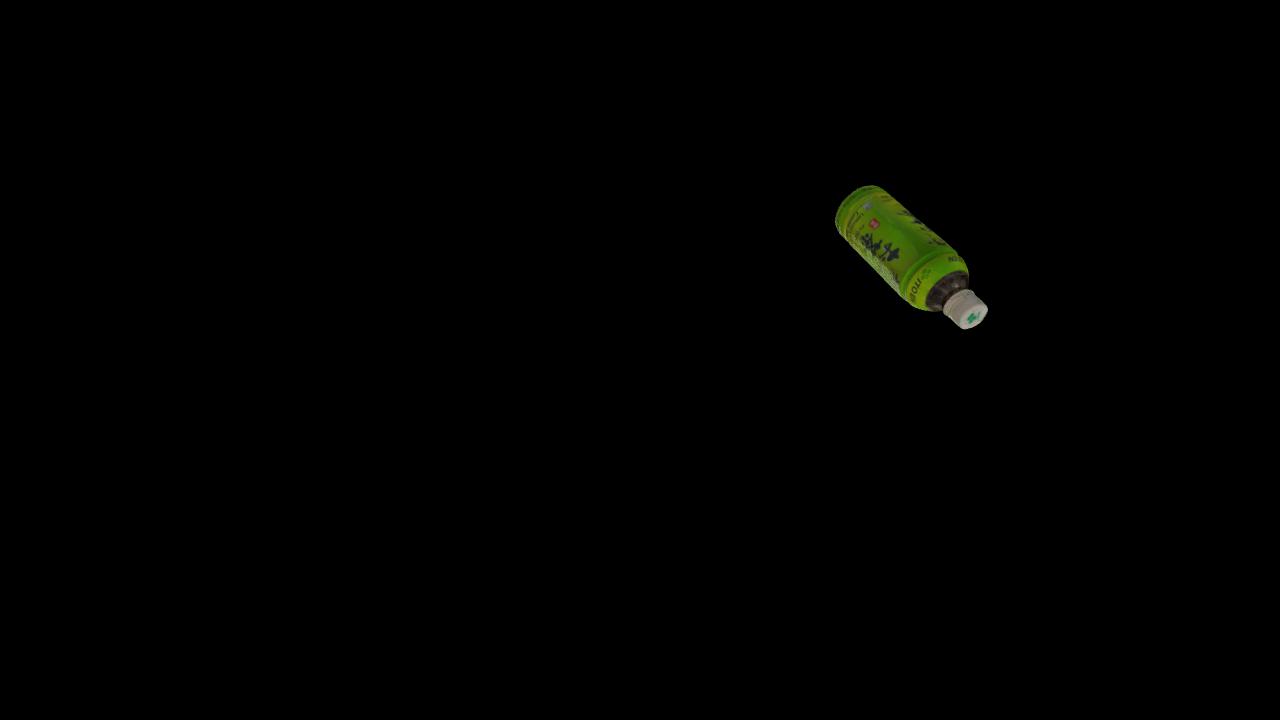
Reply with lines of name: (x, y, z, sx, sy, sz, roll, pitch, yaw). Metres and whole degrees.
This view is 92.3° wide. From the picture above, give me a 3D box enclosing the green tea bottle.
green tea bottle: (0.293, -0.110, 0.665, 0.073, 0.073, 0.212, 0, 42, -25)
